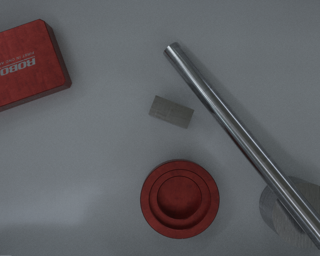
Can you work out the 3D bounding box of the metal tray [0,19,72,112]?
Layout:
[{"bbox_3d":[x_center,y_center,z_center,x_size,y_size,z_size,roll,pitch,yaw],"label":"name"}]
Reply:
[{"bbox_3d":[-0.195,-0.077,0.406,0.131,0.030,0.090,-20,90,-1],"label":"metal tray"}]

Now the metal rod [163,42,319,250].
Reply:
[{"bbox_3d":[0.102,0.012,0.380,0.025,0.025,0.299,-37,78,0],"label":"metal rod"}]

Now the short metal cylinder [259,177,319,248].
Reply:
[{"bbox_3d":[0.177,0.106,0.401,0.081,0.050,0.079,0,90,-1],"label":"short metal cylinder"}]

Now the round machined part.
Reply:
[{"bbox_3d":[0.025,0.089,0.403,0.099,0.042,0.097,0,90,-1],"label":"round machined part"}]

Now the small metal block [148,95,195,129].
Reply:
[{"bbox_3d":[0.014,-0.019,0.399,0.050,0.050,0.025,21,90,-1],"label":"small metal block"}]
